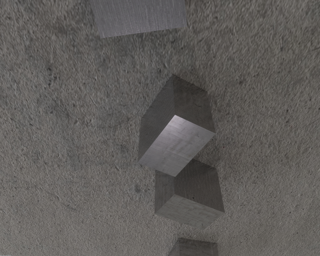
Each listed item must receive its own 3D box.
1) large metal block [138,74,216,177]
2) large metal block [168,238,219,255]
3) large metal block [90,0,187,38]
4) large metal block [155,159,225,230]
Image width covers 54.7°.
[{"bbox_3d":[0.016,-0.003,0.368,0.050,0.080,0.080,24,126,-19],"label":"large metal block"},{"bbox_3d":[0.064,0.268,0.620,0.081,0.050,0.079,12,129,-10],"label":"large metal block"},{"bbox_3d":[-0.021,-0.133,0.277,0.080,0.050,0.080,-6,130,5],"label":"large metal block"},{"bbox_3d":[0.040,0.089,0.447,0.080,0.080,0.050,24,126,-20],"label":"large metal block"}]
